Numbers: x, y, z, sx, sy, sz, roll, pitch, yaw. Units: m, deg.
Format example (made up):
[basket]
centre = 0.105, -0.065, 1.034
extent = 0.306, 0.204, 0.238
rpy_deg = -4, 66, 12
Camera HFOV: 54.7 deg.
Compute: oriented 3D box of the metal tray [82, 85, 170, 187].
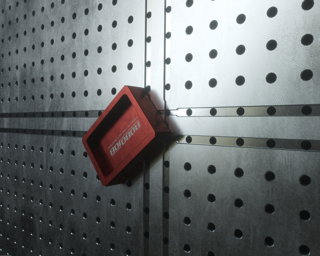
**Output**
[metal tray]
centre = -0.054, 0.013, 0.448
extent = 0.129, 0.030, 0.090
rpy_deg = -45, 63, 30
